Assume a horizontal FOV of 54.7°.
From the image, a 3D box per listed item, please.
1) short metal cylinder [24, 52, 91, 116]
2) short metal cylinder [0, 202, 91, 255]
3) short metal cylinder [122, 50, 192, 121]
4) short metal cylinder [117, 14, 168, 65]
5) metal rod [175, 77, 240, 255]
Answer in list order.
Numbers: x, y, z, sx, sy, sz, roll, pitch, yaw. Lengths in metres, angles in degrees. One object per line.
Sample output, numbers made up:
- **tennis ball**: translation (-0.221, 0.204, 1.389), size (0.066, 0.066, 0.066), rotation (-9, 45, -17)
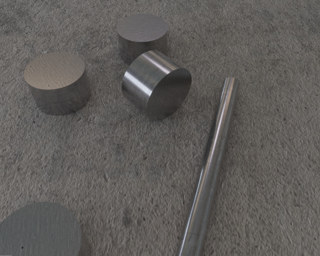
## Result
- **short metal cylinder**: translation (-0.143, -0.064, 0.439), size (0.081, 0.050, 0.080), rotation (0, 50, 0)
- **short metal cylinder**: translation (-0.109, 0.117, 0.288), size (0.081, 0.050, 0.080), rotation (0, 50, 0)
- **short metal cylinder**: translation (-0.004, -0.056, 0.415), size (0.080, 0.080, 0.050), rotation (-35, 58, -26)
- **short metal cylinder**: translation (-0.028, -0.143, 0.507), size (0.081, 0.050, 0.080), rotation (0, 50, 0)
- **metal rod**: translation (0.060, 0.044, 0.366), size (0.025, 0.025, 0.300), rotation (14, 51, 11)
